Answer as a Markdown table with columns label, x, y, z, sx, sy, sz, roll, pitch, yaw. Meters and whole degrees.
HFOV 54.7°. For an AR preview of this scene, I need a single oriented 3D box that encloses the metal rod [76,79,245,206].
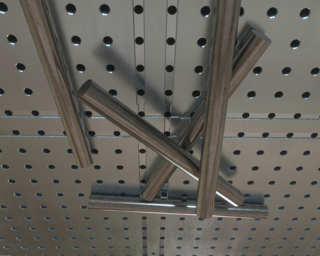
| label | x | y | z | sx | sy | sz | roll | pitch | yaw |
| --- | --- | --- | --- | --- | --- | --- | --- | --- | --- |
| metal rod | 0.021 | 0.035 | 0.406 | 0.025 | 0.025 | 0.301 | -35 | 127 | 26 |

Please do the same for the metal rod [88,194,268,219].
| label | x | y | z | sx | sy | sz | roll | pitch | yaw |
| --- | --- | --- | --- | --- | --- | --- | --- | --- | --- |
| metal rod | 0.033 | 0.134 | 0.526 | 0.302 | 0.025 | 0.025 | 4 | 130 | -5 |

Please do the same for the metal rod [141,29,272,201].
| label | x | y | z | sx | sy | sz | roll | pitch | yaw |
| --- | --- | --- | --- | --- | --- | --- | --- | --- | --- |
| metal rod | 0.044 | 0.005 | 0.416 | 0.025 | 0.025 | 0.298 | 20 | 127 | -17 |

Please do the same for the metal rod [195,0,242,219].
| label | x | y | z | sx | sy | sz | roll | pitch | yaw |
| --- | --- | --- | --- | --- | --- | --- | --- | --- | --- |
| metal rod | 0.065 | -0.011 | 0.365 | 0.025 | 0.025 | 0.298 | 0 | 119 | -1 |

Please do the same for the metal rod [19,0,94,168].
| label | x | y | z | sx | sy | sz | roll | pitch | yaw |
| --- | --- | --- | --- | --- | --- | --- | --- | --- | --- |
| metal rod | -0.119 | -0.064 | 0.355 | 0.025 | 0.025 | 0.298 | -3 | 130 | 2 |
